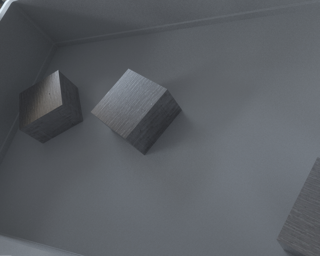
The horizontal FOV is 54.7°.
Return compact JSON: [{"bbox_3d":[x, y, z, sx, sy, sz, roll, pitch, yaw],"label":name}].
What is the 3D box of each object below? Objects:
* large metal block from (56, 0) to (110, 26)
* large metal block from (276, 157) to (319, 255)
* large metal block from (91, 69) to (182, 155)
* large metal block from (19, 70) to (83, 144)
[{"bbox_3d":[-0.164,-0.271,0.645,0.080,0.050,0.080,-44,51,-3],"label":"large metal block"},{"bbox_3d":[0.156,0.082,0.257,0.080,0.050,0.080,23,74,36],"label":"large metal block"},{"bbox_3d":[-0.032,-0.023,0.421,0.080,0.050,0.080,33,80,38],"label":"large metal block"},{"bbox_3d":[-0.178,-0.034,0.505,0.080,0.050,0.080,-28,52,10],"label":"large metal block"}]
